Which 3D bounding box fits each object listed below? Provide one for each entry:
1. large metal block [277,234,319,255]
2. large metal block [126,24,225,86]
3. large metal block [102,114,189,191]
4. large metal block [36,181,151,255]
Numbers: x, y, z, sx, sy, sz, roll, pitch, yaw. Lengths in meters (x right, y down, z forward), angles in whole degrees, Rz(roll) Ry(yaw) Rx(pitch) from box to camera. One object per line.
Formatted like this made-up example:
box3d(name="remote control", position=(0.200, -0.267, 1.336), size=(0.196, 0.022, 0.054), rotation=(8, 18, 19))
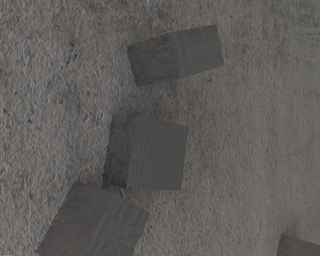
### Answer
box3d(name="large metal block", position=(0.292, 0.252, 0.614), size=(0.080, 0.080, 0.050), rotation=(27, 73, -37))
box3d(name="large metal block", position=(0.019, -0.089, 0.384), size=(0.081, 0.080, 0.050), rotation=(-23, 105, -38))
box3d(name="large metal block", position=(-0.016, 0.031, 0.375), size=(0.081, 0.050, 0.080), rotation=(12, 82, -39))
box3d(name="large metal block", position=(-0.068, 0.106, 0.312), size=(0.050, 0.080, 0.080), rotation=(39, 66, -33))
